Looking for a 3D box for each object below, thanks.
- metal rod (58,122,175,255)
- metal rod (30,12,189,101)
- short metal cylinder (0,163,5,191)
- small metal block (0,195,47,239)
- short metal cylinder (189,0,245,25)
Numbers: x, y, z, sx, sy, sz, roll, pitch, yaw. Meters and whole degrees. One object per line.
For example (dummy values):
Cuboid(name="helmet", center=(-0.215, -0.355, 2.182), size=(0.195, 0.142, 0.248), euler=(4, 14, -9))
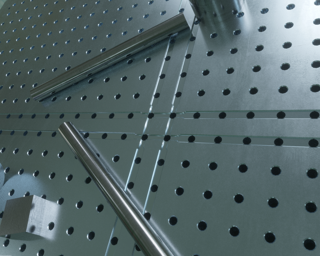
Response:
Cuboid(name="metal rod", center=(-0.060, 0.079, 0.391), size=(0.025, 0.025, 0.300), euler=(-45, 51, -3))
Cuboid(name="metal rod", center=(-0.093, -0.116, 0.528), size=(0.301, 0.025, 0.025), euler=(-23, 53, 14))
Cuboid(name="short metal cylinder", center=(-0.294, 0.079, 0.480), size=(0.050, 0.080, 0.080), euler=(4, 64, 30))
Cuboid(name="small metal block", center=(-0.192, 0.125, 0.433), size=(0.050, 0.025, 0.050), euler=(-14, 56, 20))
Cuboid(name="short metal cylinder", center=(0.084, -0.207, 0.475), size=(0.080, 0.050, 0.080), euler=(-13, 56, 21))
